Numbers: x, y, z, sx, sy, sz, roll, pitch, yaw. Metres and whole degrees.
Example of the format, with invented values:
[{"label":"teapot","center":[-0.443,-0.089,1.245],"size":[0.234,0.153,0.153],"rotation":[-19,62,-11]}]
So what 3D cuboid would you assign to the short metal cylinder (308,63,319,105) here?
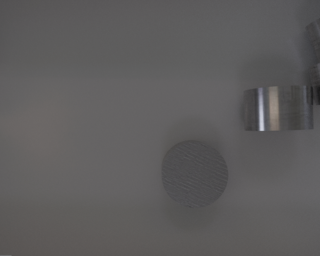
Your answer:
[{"label":"short metal cylinder","center":[0.233,-0.061,0.385],"size":[0.080,0.080,0.050],"rotation":[-12,90,0]}]

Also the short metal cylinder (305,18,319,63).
[{"label":"short metal cylinder","center":[0.231,-0.118,0.385],"size":[0.080,0.080,0.050],"rotation":[-19,90,0]}]

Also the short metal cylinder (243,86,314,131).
[{"label":"short metal cylinder","center":[0.146,-0.023,0.385],"size":[0.081,0.080,0.050],"rotation":[-2,90,0]}]

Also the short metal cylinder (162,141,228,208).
[{"label":"short metal cylinder","center":[0.042,0.057,0.399],"size":[0.081,0.050,0.080],"rotation":[0,90,0]}]
